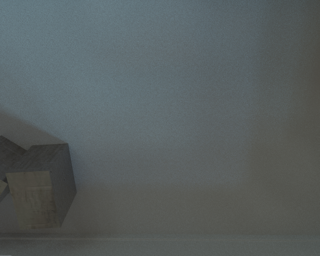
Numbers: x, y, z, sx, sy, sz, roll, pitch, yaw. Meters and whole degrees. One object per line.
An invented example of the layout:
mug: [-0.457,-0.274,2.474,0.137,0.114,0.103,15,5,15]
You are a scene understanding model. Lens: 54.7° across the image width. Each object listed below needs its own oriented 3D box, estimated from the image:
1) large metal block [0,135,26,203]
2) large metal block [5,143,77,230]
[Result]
large metal block: [-0.222,0.068,0.405,0.050,0.080,0.080,35,106,-12]
large metal block: [-0.151,0.074,0.408,0.050,0.080,0.079,-3,110,1]
